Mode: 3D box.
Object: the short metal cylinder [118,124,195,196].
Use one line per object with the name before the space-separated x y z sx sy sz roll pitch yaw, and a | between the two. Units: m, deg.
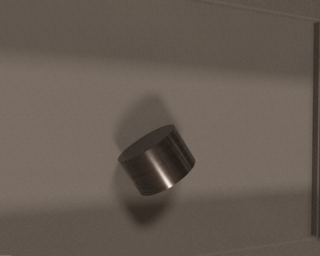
short metal cylinder | -0.004 0.038 0.381 0.080 0.080 0.050 -35 102 -17
